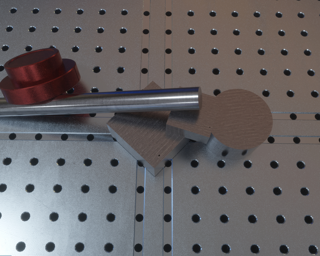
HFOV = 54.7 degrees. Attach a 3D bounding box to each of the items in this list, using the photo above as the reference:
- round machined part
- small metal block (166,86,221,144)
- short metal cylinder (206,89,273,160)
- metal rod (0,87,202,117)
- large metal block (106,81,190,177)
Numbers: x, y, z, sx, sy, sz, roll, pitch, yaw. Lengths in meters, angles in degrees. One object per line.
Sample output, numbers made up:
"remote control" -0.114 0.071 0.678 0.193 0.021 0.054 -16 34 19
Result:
"round machined part" -0.157 -0.072 0.398 0.099 0.042 0.098 -9 31 6
"small metal block" 0.039 -0.015 0.362 0.050 0.025 0.050 18 71 6
"short metal cylinder" 0.097 -0.004 0.401 0.081 0.050 0.080 0 70 0
"metal rod" -0.101 -0.029 0.375 0.301 0.025 0.025 -1 69 17
"large metal block" -0.008 0.001 0.395 0.080 0.050 0.080 42 75 13
